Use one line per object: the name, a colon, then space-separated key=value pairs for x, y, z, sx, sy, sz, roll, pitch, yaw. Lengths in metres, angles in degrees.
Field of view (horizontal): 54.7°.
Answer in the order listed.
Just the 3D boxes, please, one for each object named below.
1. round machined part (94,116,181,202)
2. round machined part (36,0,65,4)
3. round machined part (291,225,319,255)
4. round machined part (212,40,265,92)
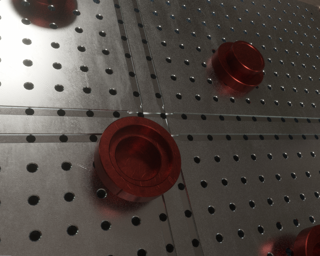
round machined part: x=-0.028 y=0.039 z=0.360 sx=0.099 sy=0.042 sz=0.098 roll=14 pitch=56 yaw=-21
round machined part: x=-0.163 y=-0.218 z=0.444 sx=0.099 sy=0.042 sz=0.098 roll=14 pitch=56 yaw=-21
round machined part: x=0.212 y=0.180 z=0.404 sx=0.099 sy=0.042 sz=0.098 roll=14 pitch=56 yaw=-21
round machined part: x=0.145 y=-0.115 z=0.548 sx=0.099 sy=0.042 sz=0.098 roll=14 pitch=56 yaw=-21
